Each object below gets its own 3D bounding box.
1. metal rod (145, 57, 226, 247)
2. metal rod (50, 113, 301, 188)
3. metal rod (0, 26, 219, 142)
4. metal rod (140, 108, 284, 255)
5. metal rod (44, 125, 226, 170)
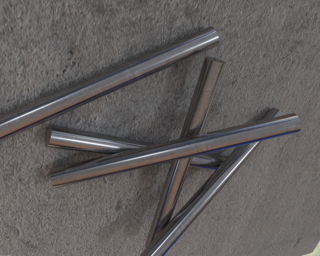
[{"bbox_3d":[0.027,0.052,0.419,0.025,0.025,0.298,2,117,-29],"label":"metal rod"},{"bbox_3d":[0.021,0.027,0.376,0.302,0.025,0.025,-13,125,-3],"label":"metal rod"},{"bbox_3d":[-0.069,-0.046,0.340,0.302,0.025,0.025,-26,128,-12],"label":"metal rod"},{"bbox_3d":[0.085,0.080,0.462,0.301,0.025,0.025,-45,130,-13],"label":"metal rod"},{"bbox_3d":[-0.001,0.035,0.427,0.302,0.025,0.025,12,112,-34],"label":"metal rod"}]
